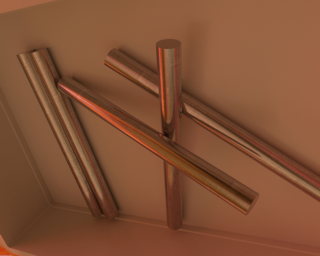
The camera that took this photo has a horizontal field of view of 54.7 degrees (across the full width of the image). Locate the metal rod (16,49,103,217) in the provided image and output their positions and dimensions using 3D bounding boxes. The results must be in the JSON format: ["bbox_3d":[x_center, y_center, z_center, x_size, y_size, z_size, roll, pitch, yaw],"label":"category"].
[{"bbox_3d":[-0.152,0.022,0.502,0.025,0.025,0.298,-3,117,30],"label":"metal rod"}]

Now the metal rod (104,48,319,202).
[{"bbox_3d":[0.064,-0.007,0.370,0.301,0.025,0.025,33,129,6],"label":"metal rod"}]

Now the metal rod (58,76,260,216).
[{"bbox_3d":[-0.023,0.006,0.372,0.300,0.025,0.025,31,130,28],"label":"metal rod"}]

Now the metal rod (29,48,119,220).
[{"bbox_3d":[-0.127,0.023,0.489,0.025,0.025,0.298,-4,117,30],"label":"metal rod"}]

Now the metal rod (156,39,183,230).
[{"bbox_3d":[0.016,0.034,0.398,0.025,0.025,0.298,14,131,21],"label":"metal rod"}]
